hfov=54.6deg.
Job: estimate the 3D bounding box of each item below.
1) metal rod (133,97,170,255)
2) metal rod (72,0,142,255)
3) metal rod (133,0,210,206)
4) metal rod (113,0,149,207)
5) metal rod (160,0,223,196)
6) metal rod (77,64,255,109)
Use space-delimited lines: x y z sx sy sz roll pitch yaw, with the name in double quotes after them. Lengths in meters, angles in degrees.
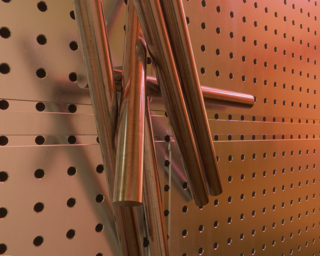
-0.013 0.068 0.397 0.025 0.025 0.298 -13 98 -39 "metal rod"
-0.048 0.024 0.321 0.025 0.025 0.298 -25 121 -37 "metal rod"
0.023 -0.010 0.376 0.025 0.025 0.299 -43 132 -31 "metal rod"
-0.026 -0.072 0.324 0.025 0.025 0.299 22 57 -38 "metal rod"
0.046 -0.019 0.394 0.025 0.025 0.299 -44 133 -31 "metal rod"
0.034 -0.047 0.408 0.302 0.025 0.025 2 89 -43 "metal rod"
